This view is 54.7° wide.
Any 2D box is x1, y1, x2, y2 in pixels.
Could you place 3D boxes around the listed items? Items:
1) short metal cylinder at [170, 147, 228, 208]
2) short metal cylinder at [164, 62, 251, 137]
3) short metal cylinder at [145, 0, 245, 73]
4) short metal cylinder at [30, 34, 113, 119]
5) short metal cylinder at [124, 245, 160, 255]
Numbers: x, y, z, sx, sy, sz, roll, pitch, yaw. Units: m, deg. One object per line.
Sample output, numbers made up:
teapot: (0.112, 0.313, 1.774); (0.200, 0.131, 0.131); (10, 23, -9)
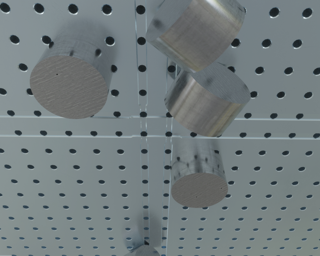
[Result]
short metal cylinder: (0.056, 0.074, 0.459); (0.081, 0.050, 0.079); (0, 130, 0)
short metal cylinder: (0.052, -0.036, 0.345); (0.080, 0.080, 0.050); (20, 127, -16)
short metal cylinder: (0.031, -0.099, 0.291); (0.050, 0.080, 0.080); (34, 122, -25)
short metal cylinder: (-0.096, -0.057, 0.346); (0.081, 0.050, 0.079); (0, 130, 0)
short metal cylinder: (-0.036, 0.281, 0.615); (0.080, 0.080, 0.050); (37, 121, -27)
